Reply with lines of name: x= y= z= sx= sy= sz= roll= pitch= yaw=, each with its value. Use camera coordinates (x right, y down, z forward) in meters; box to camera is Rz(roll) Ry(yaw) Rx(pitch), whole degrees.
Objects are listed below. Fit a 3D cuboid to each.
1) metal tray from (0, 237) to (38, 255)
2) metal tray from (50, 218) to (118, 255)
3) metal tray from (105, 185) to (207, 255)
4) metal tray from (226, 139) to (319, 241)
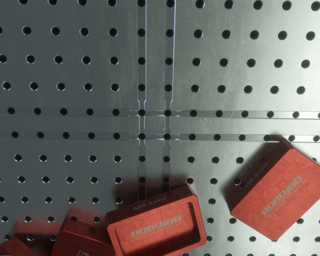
metal tray: x=-0.226 y=0.245 z=0.478 sx=0.090 sy=0.030 sz=0.129 roll=34 pitch=109 yaw=13
metal tray: x=-0.128 y=0.212 z=0.487 sx=0.091 sy=0.030 sz=0.129 roll=21 pitch=109 yaw=-8
metal tray: x=-0.004 y=0.146 z=0.448 sx=0.131 sy=0.030 sz=0.089 roll=-17 pitch=110 yaw=-9
metal tray: x=0.172 y=0.092 z=0.447 sx=0.090 sy=0.030 sz=0.129 roll=34 pitch=106 yaw=-12
